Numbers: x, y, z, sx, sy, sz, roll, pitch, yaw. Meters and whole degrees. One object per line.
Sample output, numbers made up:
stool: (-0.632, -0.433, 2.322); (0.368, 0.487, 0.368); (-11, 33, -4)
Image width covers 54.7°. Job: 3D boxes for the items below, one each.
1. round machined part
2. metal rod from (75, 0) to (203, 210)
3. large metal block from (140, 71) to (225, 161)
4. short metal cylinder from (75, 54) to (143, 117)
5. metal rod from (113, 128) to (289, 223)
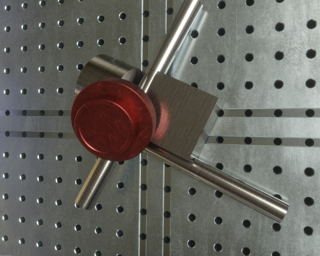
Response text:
round machined part: (-0.057, -0.005, 0.353); (0.098, 0.042, 0.097); (4, 111, 11)
metal rod: (-0.028, -0.030, 0.401); (0.025, 0.025, 0.299); (29, 92, 17)
large metal block: (0.023, -0.015, 0.387); (0.080, 0.050, 0.080); (27, 99, 17)
short metal cylinder: (-0.064, -0.050, 0.404); (0.050, 0.080, 0.080); (26, 99, 18)
metal rod: (0.016, 0.037, 0.405); (0.301, 0.025, 0.025); (26, 99, 17)
